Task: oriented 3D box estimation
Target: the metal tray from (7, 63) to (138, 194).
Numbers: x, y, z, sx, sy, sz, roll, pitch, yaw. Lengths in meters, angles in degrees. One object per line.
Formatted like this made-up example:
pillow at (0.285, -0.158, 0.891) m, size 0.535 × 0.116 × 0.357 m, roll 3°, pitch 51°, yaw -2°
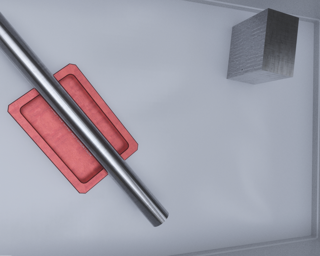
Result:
metal tray at (-0.100, 0.001, 0.371) m, size 0.090 × 0.030 × 0.130 m, roll -40°, pitch 103°, yaw -16°

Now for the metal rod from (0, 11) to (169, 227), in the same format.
metal rod at (-0.089, -0.004, 0.345) m, size 0.025 × 0.025 × 0.300 m, roll -42°, pitch 104°, yaw -15°

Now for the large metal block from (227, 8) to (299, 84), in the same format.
large metal block at (0.142, -0.109, 0.435) m, size 0.050 × 0.080 × 0.080 m, roll 8°, pitch 88°, yaw -20°
